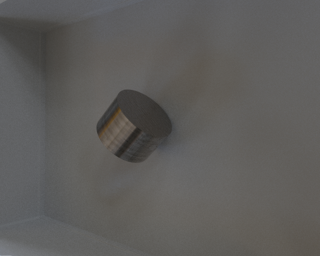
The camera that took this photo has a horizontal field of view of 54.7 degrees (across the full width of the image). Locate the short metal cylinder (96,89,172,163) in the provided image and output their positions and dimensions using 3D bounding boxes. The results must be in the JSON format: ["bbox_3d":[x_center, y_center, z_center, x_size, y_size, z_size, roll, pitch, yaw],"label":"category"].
[{"bbox_3d":[-0.032,-0.003,0.392,0.050,0.081,0.080,-49,62,29],"label":"short metal cylinder"}]
